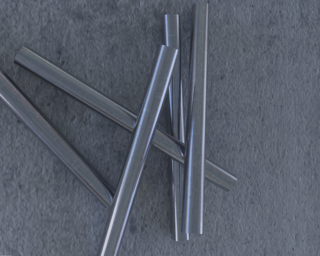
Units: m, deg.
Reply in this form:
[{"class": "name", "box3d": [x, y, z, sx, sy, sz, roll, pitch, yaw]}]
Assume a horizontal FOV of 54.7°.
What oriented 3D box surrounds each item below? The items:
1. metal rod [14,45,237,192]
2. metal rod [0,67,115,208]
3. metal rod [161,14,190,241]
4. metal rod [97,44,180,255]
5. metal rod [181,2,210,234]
[{"class": "metal rod", "box3d": [-0.032, -0.005, 0.379, 0.301, 0.025, 0.025, 32, 79, -11]}, {"class": "metal rod", "box3d": [-0.153, -0.021, 0.352, 0.025, 0.025, 0.300, -44, 104, -15]}, {"class": "metal rod", "box3d": [0.021, 0.000, 0.418, 0.025, 0.025, 0.298, -3, 91, -20]}, {"class": "metal rod", "box3d": [-0.033, 0.053, 0.363, 0.025, 0.025, 0.298, 14, 98, -20]}, {"class": "metal rod", "box3d": [0.046, -0.026, 0.388, 0.025, 0.025, 0.299, 11, 72, -20]}]
